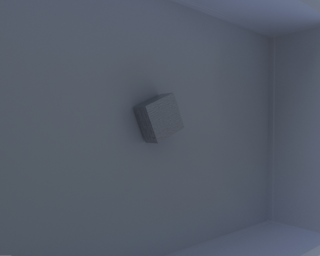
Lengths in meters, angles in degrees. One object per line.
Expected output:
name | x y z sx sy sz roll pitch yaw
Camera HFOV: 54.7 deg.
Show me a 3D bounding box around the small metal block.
small metal block | -0.001 -0.013 0.404 0.050 0.025 0.050 -30 109 -36
